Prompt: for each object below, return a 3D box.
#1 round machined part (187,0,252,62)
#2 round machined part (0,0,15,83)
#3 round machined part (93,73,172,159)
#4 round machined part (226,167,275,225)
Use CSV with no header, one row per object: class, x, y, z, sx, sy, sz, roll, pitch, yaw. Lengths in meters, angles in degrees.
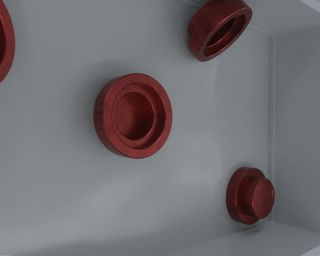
round machined part,0.078,-0.144,0.440,0.099,0.097,0.042,-27,72,-37
round machined part,-0.166,-0.074,0.239,0.098,0.042,0.097,1,91,-71
round machined part,-0.035,-0.014,0.368,0.099,0.042,0.097,0,90,-40
round machined part,0.161,0.118,0.535,0.099,0.042,0.097,0,90,-40
